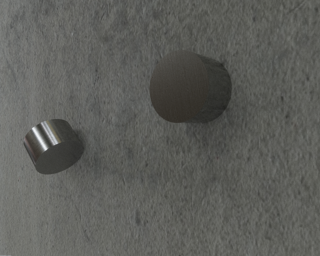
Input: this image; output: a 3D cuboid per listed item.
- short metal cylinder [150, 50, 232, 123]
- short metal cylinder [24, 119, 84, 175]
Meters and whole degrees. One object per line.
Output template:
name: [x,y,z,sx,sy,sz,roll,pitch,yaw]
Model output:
short metal cylinder: [0.035,-0.045,0.358,0.080,0.050,0.079,0,90,39]
short metal cylinder: [-0.174,0.031,0.510,0.050,0.081,0.080,51,120,27]
